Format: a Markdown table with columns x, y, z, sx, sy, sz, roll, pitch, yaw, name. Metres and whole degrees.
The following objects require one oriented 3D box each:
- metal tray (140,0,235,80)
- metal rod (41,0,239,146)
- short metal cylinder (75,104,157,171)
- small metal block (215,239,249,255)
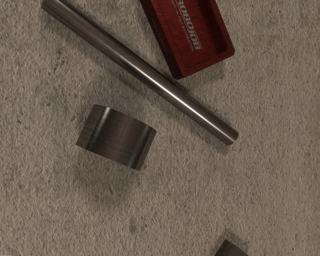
| x | y | z | sx | sy | sz | roll | pitch | yaw | name |
| --- | --- | --- | --- | --- | --- | --- | --- | --- | --- |
| 0.037 | -0.142 | 0.420 | 0.091 | 0.030 | 0.129 | -27 | 99 | -18 | metal tray |
| -0.013 | -0.067 | 0.404 | 0.301 | 0.025 | 0.025 | 35 | 79 | -17 | metal rod |
| -0.050 | 0.012 | 0.362 | 0.080 | 0.080 | 0.050 | 25 | 82 | -19 | short metal cylinder |
| 0.105 | 0.200 | 0.450 | 0.050 | 0.025 | 0.050 | 41 | 77 | -16 | small metal block |
